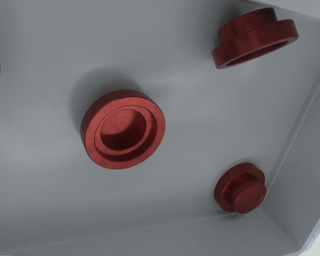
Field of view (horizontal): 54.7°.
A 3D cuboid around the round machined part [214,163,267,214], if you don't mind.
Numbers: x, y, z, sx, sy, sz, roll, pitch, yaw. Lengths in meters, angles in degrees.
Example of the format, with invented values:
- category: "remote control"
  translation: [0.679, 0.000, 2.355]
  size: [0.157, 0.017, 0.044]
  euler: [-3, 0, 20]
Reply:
- category: "round machined part"
  translation: [0.149, 0.114, 0.552]
  size: [0.099, 0.042, 0.097]
  euler: [-14, 125, -21]

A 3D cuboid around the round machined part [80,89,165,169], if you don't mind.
- category: "round machined part"
  translation: [-0.047, -0.002, 0.372]
  size: [0.099, 0.042, 0.097]
  euler: [-14, 125, -21]

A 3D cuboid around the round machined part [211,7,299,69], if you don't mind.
- category: "round machined part"
  translation: [0.108, -0.108, 0.368]
  size: [0.099, 0.098, 0.042]
  euler: [-19, 91, -17]
